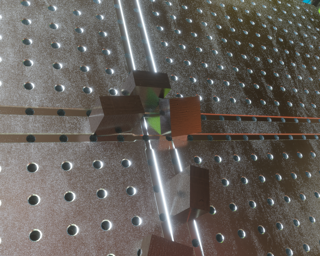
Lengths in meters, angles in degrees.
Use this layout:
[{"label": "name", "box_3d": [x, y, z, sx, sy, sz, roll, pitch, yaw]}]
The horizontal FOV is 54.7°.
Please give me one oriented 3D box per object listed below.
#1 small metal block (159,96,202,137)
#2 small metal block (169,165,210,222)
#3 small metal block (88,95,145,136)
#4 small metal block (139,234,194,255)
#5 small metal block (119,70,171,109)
[{"label": "small metal block", "box_3d": [0.028, -0.017, 0.420, 0.050, 0.025, 0.050, -8, 99, -32]}, {"label": "small metal block", "box_3d": [0.034, 0.078, 0.364, 0.025, 0.050, 0.050, 17, 55, -19]}, {"label": "small metal block", "box_3d": [-0.053, -0.015, 0.374, 0.050, 0.050, 0.025, -5, 65, -31]}, {"label": "small metal block", "box_3d": [0.004, 0.145, 0.323, 0.050, 0.025, 0.050, 24, 53, -14]}, {"label": "small metal block", "box_3d": [-0.021, -0.050, 0.413, 0.050, 0.050, 0.025, 1, 61, -28]}]
